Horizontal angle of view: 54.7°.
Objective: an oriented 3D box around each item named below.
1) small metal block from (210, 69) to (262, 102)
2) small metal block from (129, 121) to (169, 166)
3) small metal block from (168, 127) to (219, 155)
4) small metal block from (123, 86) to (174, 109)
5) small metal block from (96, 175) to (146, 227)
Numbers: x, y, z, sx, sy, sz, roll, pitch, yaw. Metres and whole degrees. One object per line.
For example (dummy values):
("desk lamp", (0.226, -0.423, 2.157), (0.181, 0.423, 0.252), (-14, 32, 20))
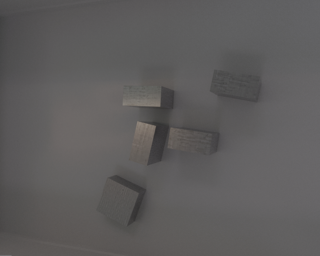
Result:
("small metal block", (0.090, -0.049, 0.365), (0.050, 0.050, 0.025), (13, 95, 19))
("small metal block", (-0.013, 0.019, 0.402), (0.025, 0.050, 0.050), (15, 95, 19))
("small metal block", (0.043, 0.015, 0.382), (0.050, 0.050, 0.025), (9, 93, 20))
("small metal block", (-0.014, -0.039, 0.402), (0.050, 0.050, 0.025), (3, 91, 20))
("small metal block", (-0.054, 0.100, 0.429), (0.050, 0.025, 0.050), (22, 97, 18))
